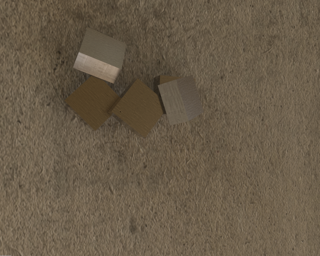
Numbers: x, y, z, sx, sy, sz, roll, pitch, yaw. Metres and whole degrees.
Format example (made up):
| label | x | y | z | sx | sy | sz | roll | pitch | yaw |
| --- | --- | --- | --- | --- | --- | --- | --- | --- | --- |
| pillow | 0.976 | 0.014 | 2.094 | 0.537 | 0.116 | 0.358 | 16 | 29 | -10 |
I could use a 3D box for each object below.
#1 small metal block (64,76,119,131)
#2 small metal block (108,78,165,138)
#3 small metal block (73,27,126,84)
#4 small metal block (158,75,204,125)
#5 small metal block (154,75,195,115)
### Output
| label | x | y | z | sx | sy | sz | roll | pitch | yaw |
| --- | --- | --- | --- | --- | --- | --- | --- | --- | --- |
| small metal block | -0.081 | -0.032 | 0.380 | 0.050 | 0.025 | 0.050 | -47 | 105 | -14 |
| small metal block | -0.026 | -0.023 | 0.374 | 0.050 | 0.025 | 0.050 | 40 | 77 | -16 |
| small metal block | -0.071 | -0.087 | 0.372 | 0.050 | 0.025 | 0.050 | 20 | 47 | -19 |
| small metal block | 0.027 | -0.035 | 0.381 | 0.050 | 0.025 | 0.050 | -28 | 103 | -58 |
| small metal block | 0.019 | -0.043 | 0.418 | 0.050 | 0.025 | 0.050 | 2 | 89 | -21 |
